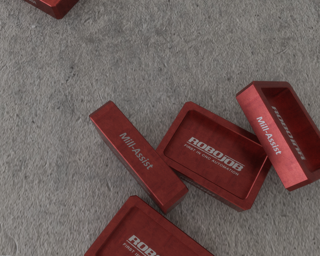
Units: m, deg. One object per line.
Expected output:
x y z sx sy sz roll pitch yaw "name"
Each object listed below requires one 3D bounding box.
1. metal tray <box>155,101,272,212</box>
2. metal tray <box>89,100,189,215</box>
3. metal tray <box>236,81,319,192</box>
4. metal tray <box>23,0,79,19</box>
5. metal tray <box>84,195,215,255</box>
0.069 0.034 0.393 0.130 0.030 0.090 29 72 10 "metal tray"
-0.024 0.038 0.359 0.030 0.090 0.130 -39 75 -12 "metal tray"
0.157 0.004 0.379 0.091 0.030 0.130 -7 65 -41 "metal tray"
-0.185 -0.239 0.491 0.130 0.030 0.090 31 73 10 "metal tray"
-0.007 0.150 0.350 0.130 0.030 0.090 35 74 12 "metal tray"
